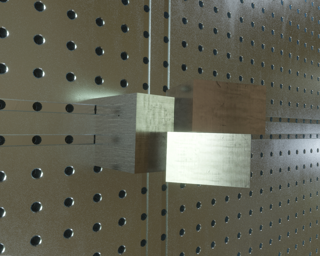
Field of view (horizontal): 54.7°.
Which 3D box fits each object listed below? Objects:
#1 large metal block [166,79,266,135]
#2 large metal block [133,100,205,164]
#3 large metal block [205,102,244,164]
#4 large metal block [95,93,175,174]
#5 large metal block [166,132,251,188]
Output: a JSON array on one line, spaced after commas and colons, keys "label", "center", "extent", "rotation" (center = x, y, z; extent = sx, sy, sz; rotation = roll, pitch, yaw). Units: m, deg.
[{"label": "large metal block", "center": [0.057, -0.019, 0.340], "extent": [0.081, 0.080, 0.050], "rotation": [2, 88, -18]}, {"label": "large metal block", "center": [0.012, 0.005, 0.403], "extent": [0.081, 0.050, 0.080], "rotation": [3, 88, -40]}, {"label": "large metal block", "center": [0.071, 0.008, 0.435], "extent": [0.050, 0.080, 0.080], "rotation": [5, 87, -40]}, {"label": "large metal block", "center": [-0.031, 0.005, 0.350], "extent": [0.050, 0.080, 0.079], "rotation": [2, 89, -40]}, {"label": "large metal block", "center": [0.057, 0.031, 0.336], "extent": [0.080, 0.080, 0.050], "rotation": [8, 84, -73]}]
